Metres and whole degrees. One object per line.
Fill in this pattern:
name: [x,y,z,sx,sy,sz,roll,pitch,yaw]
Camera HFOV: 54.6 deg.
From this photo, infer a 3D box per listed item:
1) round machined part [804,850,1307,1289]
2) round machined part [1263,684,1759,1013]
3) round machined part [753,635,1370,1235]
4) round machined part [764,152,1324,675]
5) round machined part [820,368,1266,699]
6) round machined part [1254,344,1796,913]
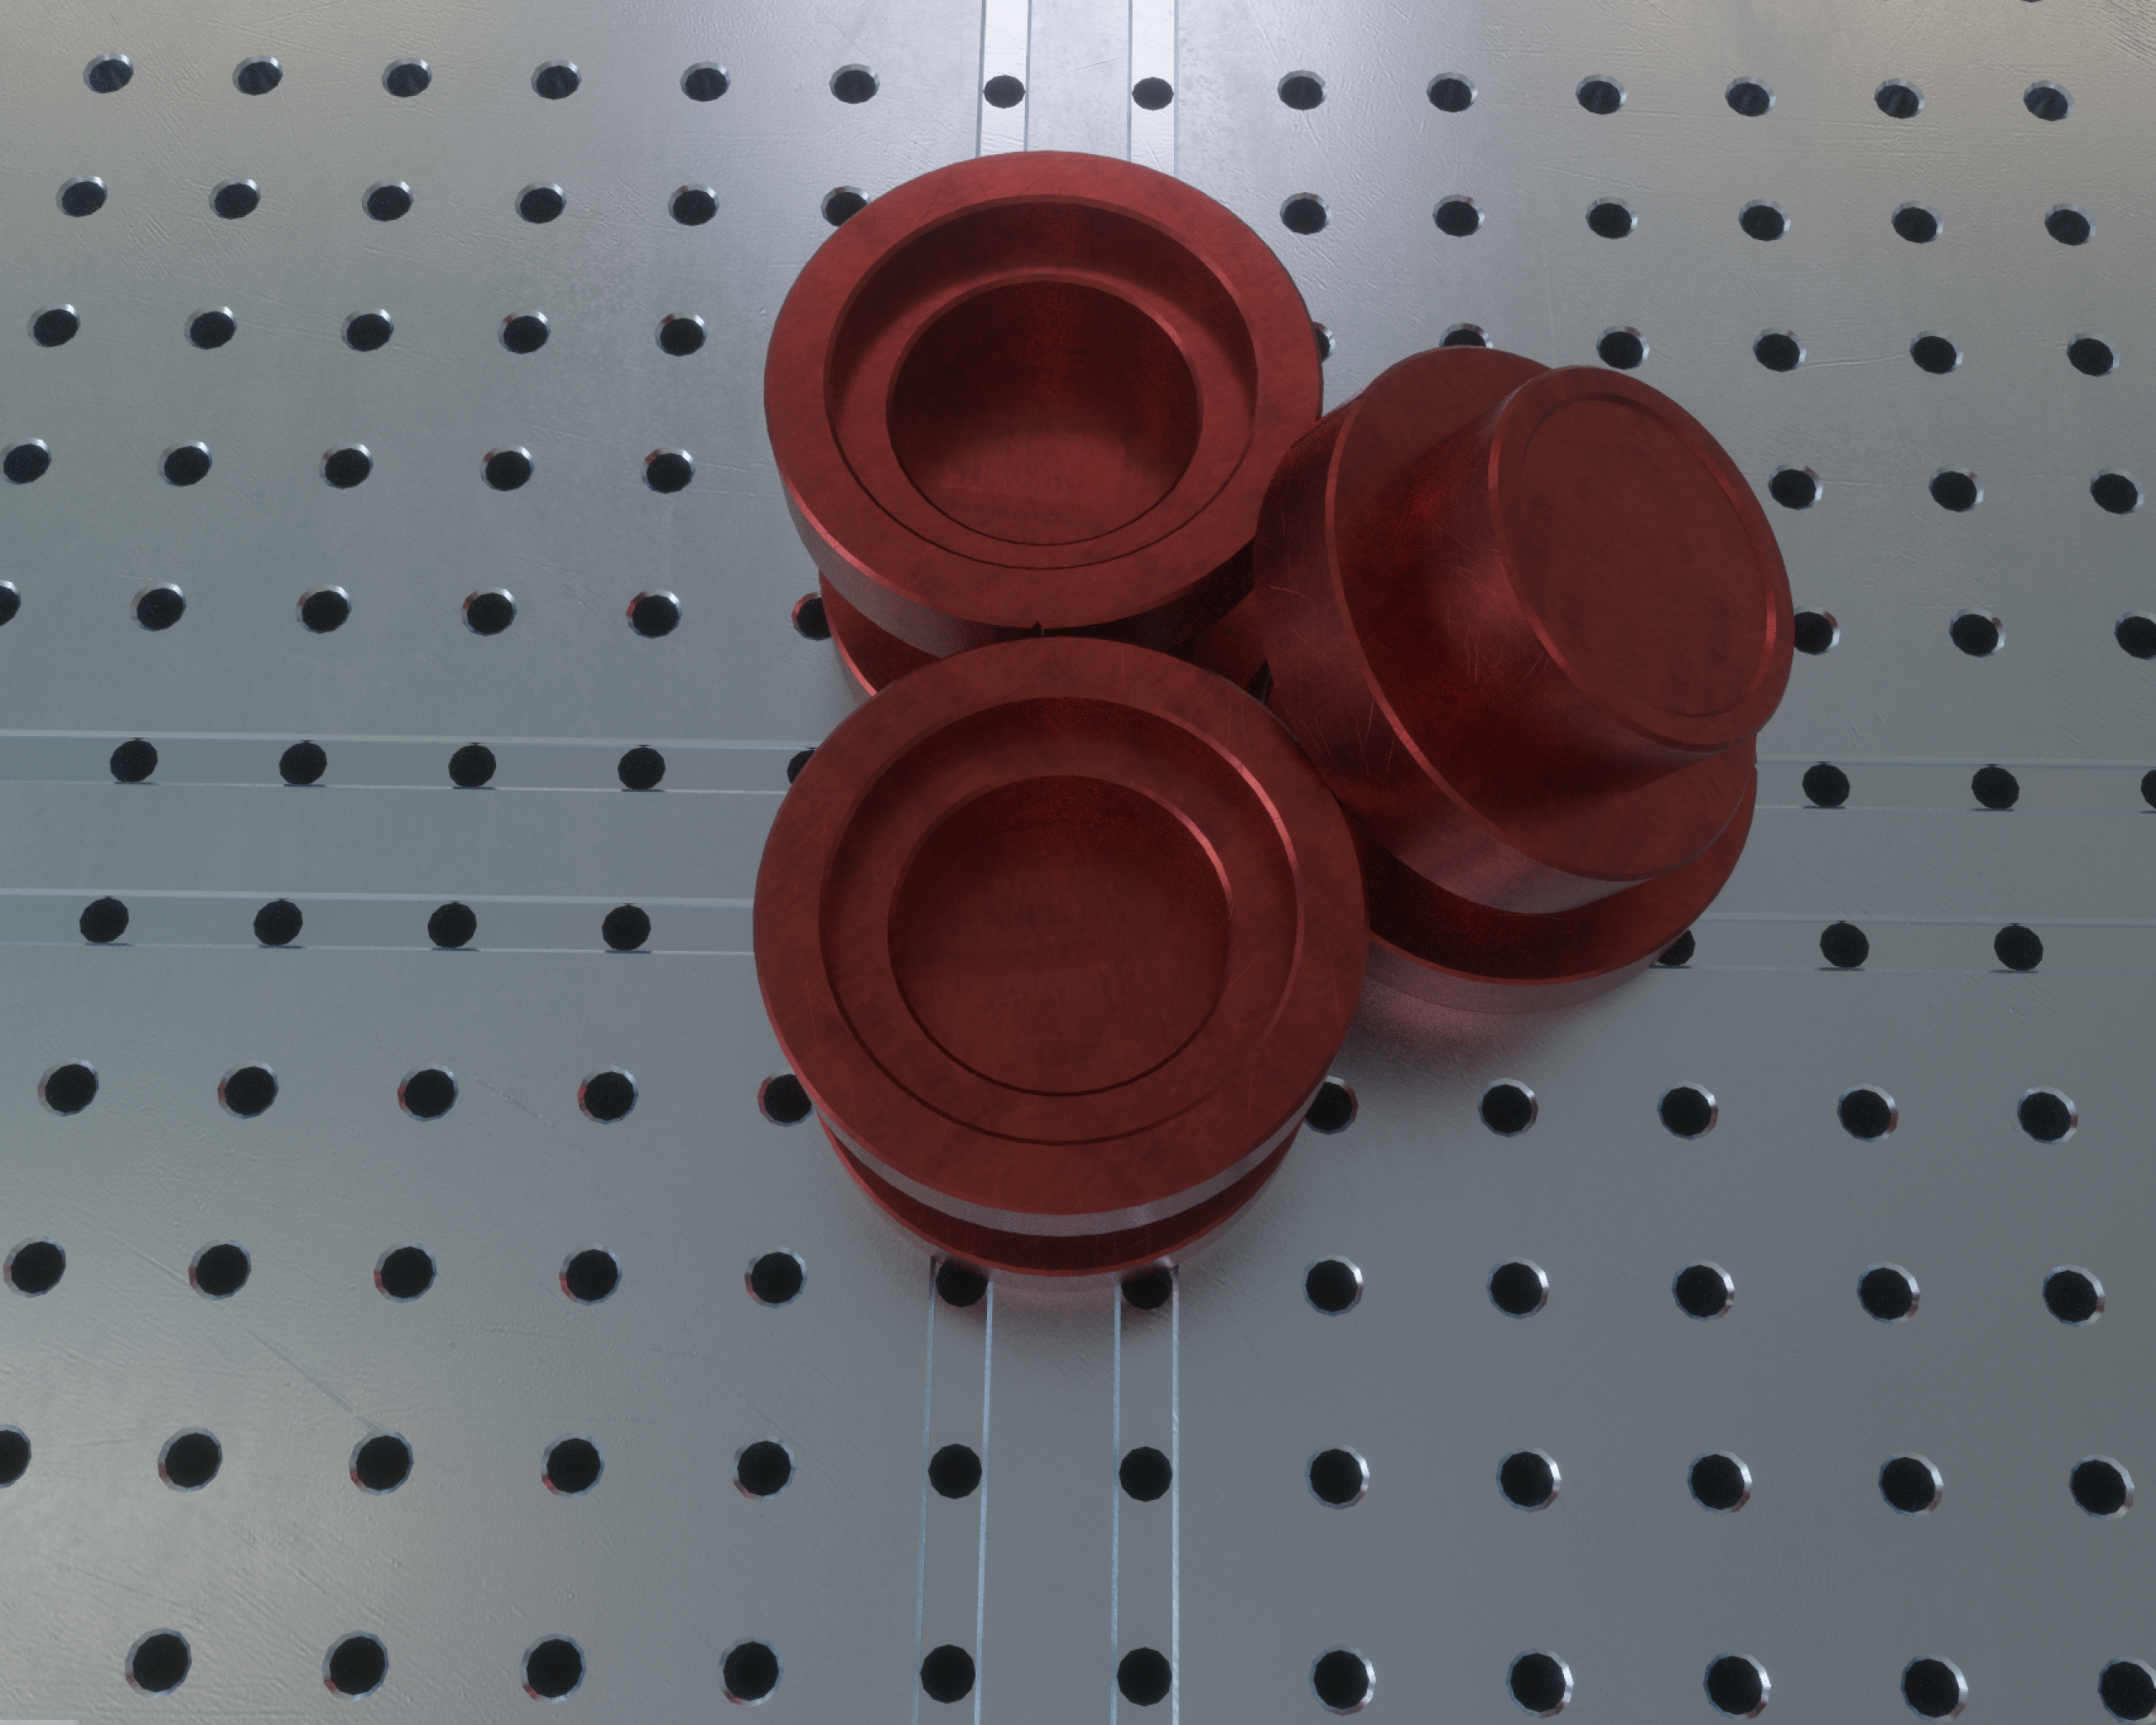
round machined part: [-0.003,0.029,0.393,0.099,0.042,0.098,0,70,0]
round machined part: [0.085,-0.023,0.412,0.099,0.042,0.098,0,70,0]
round machined part: [-0.003,0.014,0.352,0.099,0.042,0.098,0,70,0]
round machined part: [-0.006,-0.078,0.386,0.099,0.042,0.098,0,70,0]
round machined part: [-0.004,-0.064,0.427,0.099,0.042,0.098,0,70,0]
round machined part: [0.081,-0.044,0.352,0.099,0.042,0.098,12,66,-30]
